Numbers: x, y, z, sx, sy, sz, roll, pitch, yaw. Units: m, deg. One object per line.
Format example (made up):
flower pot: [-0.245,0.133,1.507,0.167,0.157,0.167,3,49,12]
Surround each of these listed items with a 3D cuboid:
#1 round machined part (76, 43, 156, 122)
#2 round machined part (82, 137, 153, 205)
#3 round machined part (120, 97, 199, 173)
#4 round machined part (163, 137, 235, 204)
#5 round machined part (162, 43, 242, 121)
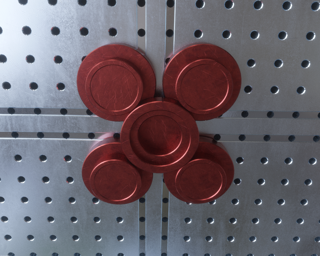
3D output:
round machined part: [-0.054,-0.053,0.383,0.099,0.042,0.097,0,110,-1]
round machined part: [-0.059,0.065,0.428,0.099,0.042,0.097,0,110,-1]
round machined part: [0.000,0.006,0.405,0.099,0.042,0.097,0,110,-1]
round machined part: [0.054,0.064,0.428,0.099,0.042,0.097,0,110,-1]
round machined part: [0.052,-0.054,0.384,0.099,0.042,0.097,0,110,-1]
